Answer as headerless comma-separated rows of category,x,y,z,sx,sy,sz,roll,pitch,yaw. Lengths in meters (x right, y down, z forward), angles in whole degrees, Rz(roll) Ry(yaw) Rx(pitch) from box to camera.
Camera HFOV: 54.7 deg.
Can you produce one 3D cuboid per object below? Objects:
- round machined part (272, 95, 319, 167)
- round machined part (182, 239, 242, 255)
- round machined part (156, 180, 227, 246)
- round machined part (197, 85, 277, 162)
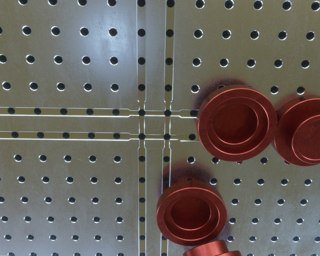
round machined part,0.201,0.008,0.410,0.099,0.042,0.097,0,110,-1
round machined part,0.072,0.199,0.462,0.099,0.042,0.098,-14,149,-8
round machined part,0.044,0.118,0.449,0.099,0.042,0.097,0,110,-1
round machined part,0.096,-0.009,0.403,0.099,0.042,0.097,0,110,-1
